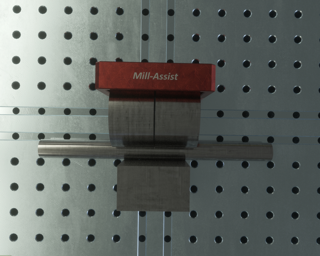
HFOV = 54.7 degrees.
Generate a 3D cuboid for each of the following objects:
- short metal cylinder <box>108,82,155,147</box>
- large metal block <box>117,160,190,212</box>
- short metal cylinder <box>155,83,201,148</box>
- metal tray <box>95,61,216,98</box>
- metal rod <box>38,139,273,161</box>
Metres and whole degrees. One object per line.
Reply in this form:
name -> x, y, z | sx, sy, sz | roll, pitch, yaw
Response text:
short metal cylinder -> -0.032, -0.016, 0.383 | 0.050, 0.080, 0.079 | 1, 90, 0
large metal block -> -0.007, 0.067, 0.382 | 0.081, 0.080, 0.050 | 1, 90, 0
short metal cylinder -> 0.020, -0.016, 0.383 | 0.050, 0.080, 0.079 | 2, 90, 0
metal tray -> -0.005, -0.056, 0.377 | 0.131, 0.090, 0.030 | 1, 90, 0
metal rod -> -0.005, 0.029, 0.409 | 0.302, 0.025, 0.025 | 1, 90, 0
